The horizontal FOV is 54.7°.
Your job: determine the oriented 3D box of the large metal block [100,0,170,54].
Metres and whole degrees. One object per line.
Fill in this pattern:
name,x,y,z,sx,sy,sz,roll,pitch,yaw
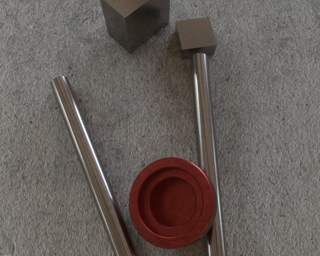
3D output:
large metal block,-0.032,-0.167,0.439,0.080,0.080,0.050,-42,76,-14

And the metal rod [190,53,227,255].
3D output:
metal rod,0.061,0.040,0.394,0.025,0.025,0.299,-2,70,-1

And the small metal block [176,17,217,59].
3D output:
small metal block,0.052,-0.133,0.457,0.050,0.025,0.050,-9,70,-4

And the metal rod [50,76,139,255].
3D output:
metal rod,-0.078,0.064,0.383,0.025,0.025,0.299,-23,72,-8

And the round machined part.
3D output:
round machined part,0.017,0.086,0.357,0.098,0.042,0.098,-7,71,20
